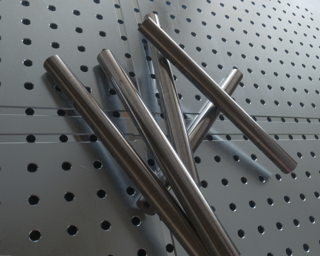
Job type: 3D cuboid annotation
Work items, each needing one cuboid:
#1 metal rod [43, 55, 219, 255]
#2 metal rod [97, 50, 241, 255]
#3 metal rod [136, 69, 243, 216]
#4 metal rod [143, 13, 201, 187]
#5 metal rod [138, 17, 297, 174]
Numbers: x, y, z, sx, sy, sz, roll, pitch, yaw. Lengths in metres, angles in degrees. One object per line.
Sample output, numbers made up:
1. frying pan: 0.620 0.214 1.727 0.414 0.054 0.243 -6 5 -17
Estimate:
1. metal rod: -0.040 0.028 0.347 0.025 0.025 0.300 -28 70 -38
2. metal rod: -0.006 0.012 0.357 0.025 0.025 0.299 -11 55 -33
3. metal rod: 0.058 -0.001 0.441 0.025 0.025 0.301 40 51 -1
4. metal rod: 0.009 -0.056 0.430 0.025 0.025 0.299 7 53 -25
5. metal rod: 0.086 -0.043 0.448 0.300 0.025 0.025 44 51 -5
